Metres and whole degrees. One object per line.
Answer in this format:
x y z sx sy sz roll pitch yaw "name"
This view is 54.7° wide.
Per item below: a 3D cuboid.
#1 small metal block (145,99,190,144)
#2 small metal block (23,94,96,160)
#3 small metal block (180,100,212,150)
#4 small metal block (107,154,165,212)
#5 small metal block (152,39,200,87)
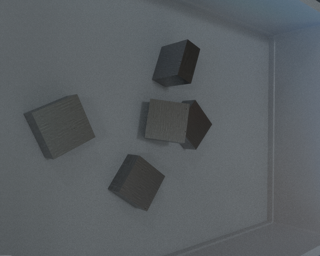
0.009 -0.008 0.399 0.050 0.025 0.050 8 84 -1 "small metal block"
-0.103 -0.002 0.321 0.050 0.025 0.050 -31 110 -36 "small metal block"
0.042 -0.005 0.444 0.050 0.025 0.050 51 60 -28 "small metal block"
-0.028 0.068 0.385 0.050 0.025 0.050 43 64 -32 "small metal block"
0.021 -0.084 0.410 0.025 0.050 0.050 26 74 -38 "small metal block"
